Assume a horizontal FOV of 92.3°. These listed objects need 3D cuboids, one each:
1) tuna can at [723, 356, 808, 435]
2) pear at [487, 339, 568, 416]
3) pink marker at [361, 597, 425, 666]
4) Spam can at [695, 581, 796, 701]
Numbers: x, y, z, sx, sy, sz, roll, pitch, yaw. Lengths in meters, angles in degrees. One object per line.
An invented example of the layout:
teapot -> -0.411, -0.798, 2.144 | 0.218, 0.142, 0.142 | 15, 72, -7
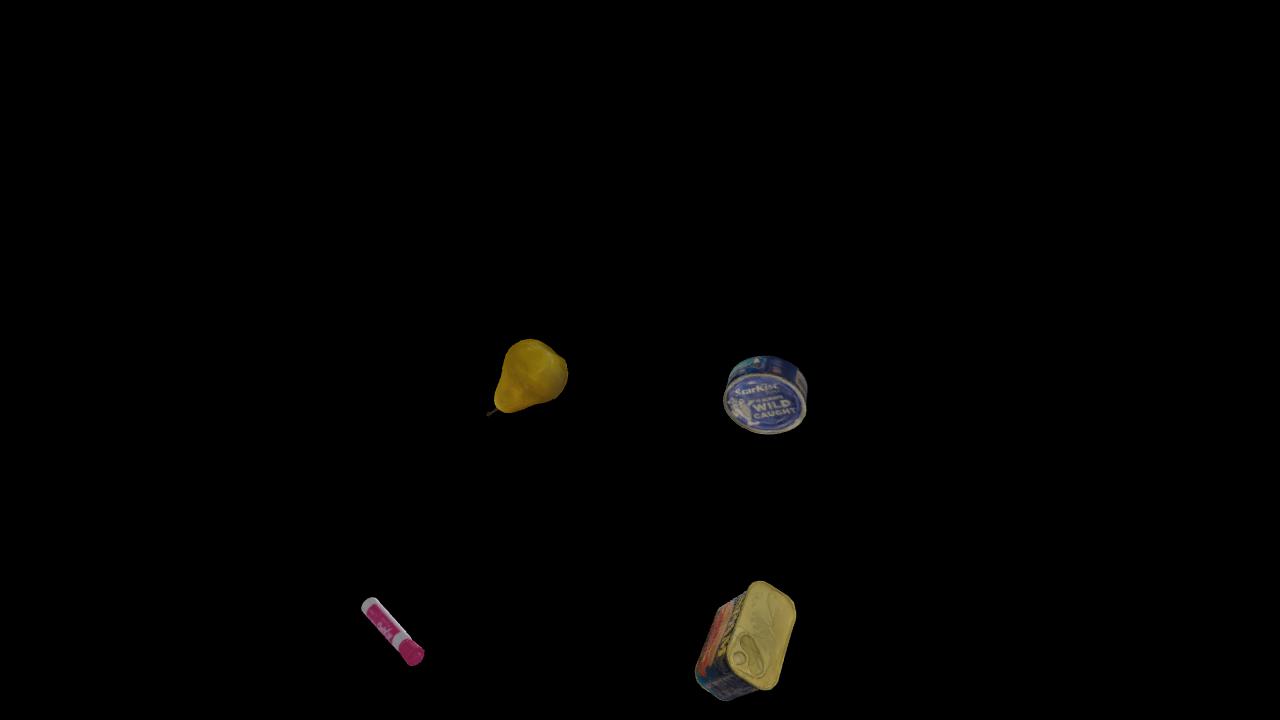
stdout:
tuna can -> 0.130, 0.036, 0.636 | 0.084, 0.084, 0.034 | 0, 40, 21
pear -> -0.137, 0.032, 0.719 | 0.080, 0.111, 0.080 | 38, 1, 0
pink marker -> -0.261, 0.285, 0.647 | 0.020, 0.020, 0.121 | 0, 10, -45
Spam can -> 0.108, 0.293, 0.639 | 0.058, 0.101, 0.085 | 33, -42, 3
